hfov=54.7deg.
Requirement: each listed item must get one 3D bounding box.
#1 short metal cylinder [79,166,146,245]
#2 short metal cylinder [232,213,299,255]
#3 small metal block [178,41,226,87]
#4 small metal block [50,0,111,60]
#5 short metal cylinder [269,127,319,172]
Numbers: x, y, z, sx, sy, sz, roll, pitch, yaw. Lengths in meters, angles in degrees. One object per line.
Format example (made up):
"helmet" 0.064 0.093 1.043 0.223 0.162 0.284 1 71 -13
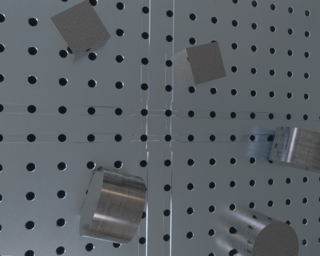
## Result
"short metal cylinder" -0.056 0.090 0.363 0.050 0.080 0.080 19 84 -19
"short metal cylinder" 0.154 0.171 0.457 0.081 0.050 0.079 0 90 -20
"small metal block" 0.059 -0.089 0.434 0.050 0.025 0.050 -17 96 -19
"small metal block" -0.097 -0.119 0.377 0.050 0.025 0.050 -35 102 -17
"short metal cylinder" 0.209 0.033 0.460 0.081 0.080 0.050 17 84 -19
